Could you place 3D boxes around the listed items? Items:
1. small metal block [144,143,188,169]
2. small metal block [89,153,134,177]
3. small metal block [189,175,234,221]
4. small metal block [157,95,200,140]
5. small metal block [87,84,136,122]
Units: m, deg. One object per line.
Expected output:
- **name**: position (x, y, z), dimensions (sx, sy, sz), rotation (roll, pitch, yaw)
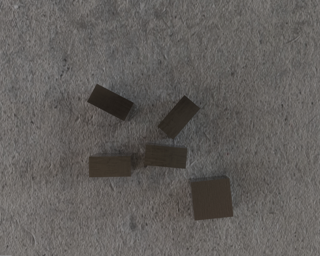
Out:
- **small metal block**: position (0.007, 0.034, 0.397), dimensions (0.050, 0.050, 0.025), rotation (5, 90, 0)
- **small metal block**: position (-0.060, 0.046, 0.397), dimensions (0.050, 0.050, 0.025), rotation (-1, 90, 0)
- **small metal block**: position (0.067, 0.092, 0.410), dimensions (0.050, 0.025, 0.050), rotation (-6, 90, 0)
- **small metal block**: position (0.023, -0.013, 0.398), dimensions (0.025, 0.050, 0.050), rotation (41, 90, 0)
- **small metal block**: position (-0.059, -0.031, 0.397), dimensions (0.050, 0.050, 0.025), rotation (28, 90, 0)
